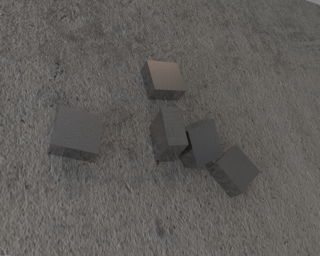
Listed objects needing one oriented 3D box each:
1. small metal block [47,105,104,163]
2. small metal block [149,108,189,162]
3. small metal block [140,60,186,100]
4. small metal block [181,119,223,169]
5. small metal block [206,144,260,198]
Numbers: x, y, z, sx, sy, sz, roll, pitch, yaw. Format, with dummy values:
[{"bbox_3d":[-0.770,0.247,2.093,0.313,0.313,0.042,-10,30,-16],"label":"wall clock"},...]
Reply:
[{"bbox_3d":[-0.094,0.007,0.349,0.050,0.025,0.050,15,56,-20],"label":"small metal block"},{"bbox_3d":[0.009,0.009,0.385,0.025,0.050,0.050,-1,62,-21],"label":"small metal block"},{"bbox_3d":[0.004,-0.068,0.447,0.050,0.025,0.050,-1,62,-29],"label":"small metal block"},{"bbox_3d":[0.051,0.020,0.406,0.050,0.025,0.050,-24,103,-37],"label":"small metal block"},{"bbox_3d":[0.100,0.058,0.422,0.050,0.025,0.050,50,51,7],"label":"small metal block"}]
